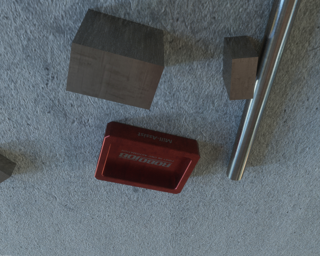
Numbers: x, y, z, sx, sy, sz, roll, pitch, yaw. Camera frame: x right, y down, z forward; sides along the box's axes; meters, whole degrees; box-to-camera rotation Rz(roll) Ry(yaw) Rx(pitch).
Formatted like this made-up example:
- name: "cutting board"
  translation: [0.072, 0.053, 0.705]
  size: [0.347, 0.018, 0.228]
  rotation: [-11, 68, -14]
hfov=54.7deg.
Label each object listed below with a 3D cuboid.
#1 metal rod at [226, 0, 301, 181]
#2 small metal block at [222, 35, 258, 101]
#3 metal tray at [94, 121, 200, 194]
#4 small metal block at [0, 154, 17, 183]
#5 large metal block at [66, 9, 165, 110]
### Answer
- name: "metal rod"
  translation: [0.119, -0.043, 0.372]
  size: [0.025, 0.025, 0.298]
  rotation: [2, 130, -2]
- name: "small metal block"
  translation: [0.085, -0.066, 0.336]
  size: [0.025, 0.050, 0.050]
  rotation: [-4, 130, 3]
- name: "metal tray"
  translation: [-0.020, 0.046, 0.442]
  size: [0.131, 0.030, 0.089]
  rotation: [13, 129, -12]
- name: "small metal block"
  translation: [-0.251, 0.059, 0.454]
  size: [0.050, 0.025, 0.050]
  rotation: [-30, 125, 22]
- name: "large metal block"
  translation: [-0.042, -0.070, 0.311]
  size: [0.081, 0.080, 0.050]
  rotation: [13, 129, -11]
